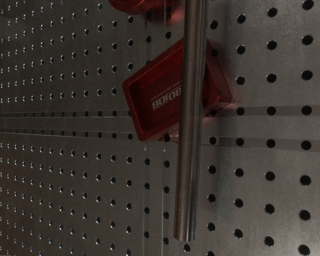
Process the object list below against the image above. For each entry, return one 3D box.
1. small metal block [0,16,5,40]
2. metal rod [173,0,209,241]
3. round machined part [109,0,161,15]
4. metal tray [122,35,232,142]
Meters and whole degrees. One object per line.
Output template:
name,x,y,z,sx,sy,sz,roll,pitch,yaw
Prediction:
small metal block,-0.386,-0.232,0.707,0.025,0.050,0.050,3,92,40
metal rod,0.035,-0.027,0.339,0.025,0.025,0.298,5,93,39
round machined part,-0.026,-0.202,0.418,0.098,0.042,0.097,0,90,39
metal tray,0.015,-0.046,0.391,0.130,0.030,0.090,-29,72,36
